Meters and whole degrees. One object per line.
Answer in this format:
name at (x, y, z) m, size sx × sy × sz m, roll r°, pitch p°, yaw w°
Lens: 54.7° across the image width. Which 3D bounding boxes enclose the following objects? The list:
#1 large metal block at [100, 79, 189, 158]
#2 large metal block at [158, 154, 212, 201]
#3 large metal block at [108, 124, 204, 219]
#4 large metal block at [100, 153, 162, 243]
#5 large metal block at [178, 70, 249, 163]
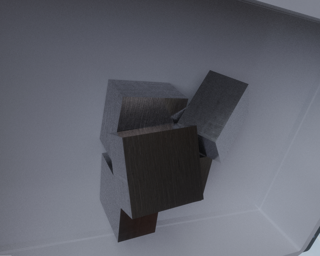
large metal block at (-0.022, -0.010, 0.374) m, size 0.081 × 0.050 × 0.079 m, roll -1°, pitch 119°, yaw -28°
large metal block at (0.020, 0.064, 0.440) m, size 0.081 × 0.050 × 0.079 m, roll -5°, pitch 121°, yaw -26°
large metal block at (-0.005, 0.041, 0.330) m, size 0.081 × 0.050 × 0.079 m, roll -9°, pitch 97°, yaw -24°
large metal block at (-0.041, 0.084, 0.402) m, size 0.050 × 0.080 × 0.079 m, roll -7°, pitch 122°, yaw -26°
large metal block at (0.070, -0.012, 0.391) m, size 0.080 × 0.050 × 0.080 m, roll -58°, pitch 155°, yaw -13°
